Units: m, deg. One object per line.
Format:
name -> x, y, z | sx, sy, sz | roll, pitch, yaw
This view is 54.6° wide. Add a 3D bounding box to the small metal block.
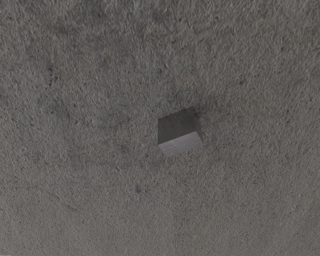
small metal block -> 0.025, 0.004, 0.395 | 0.050, 0.050, 0.025 | -21, 127, 17
